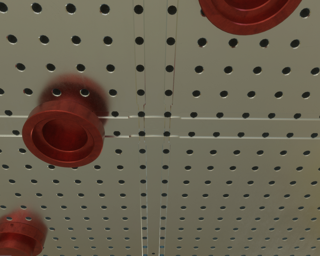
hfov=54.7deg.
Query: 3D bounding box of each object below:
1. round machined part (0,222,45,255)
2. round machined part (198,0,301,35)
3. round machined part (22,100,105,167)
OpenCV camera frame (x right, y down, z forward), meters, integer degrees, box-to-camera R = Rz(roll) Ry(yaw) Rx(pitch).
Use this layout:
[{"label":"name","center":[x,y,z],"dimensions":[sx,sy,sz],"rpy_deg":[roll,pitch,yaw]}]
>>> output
[{"label":"round machined part","center":[-0.274,0.225,0.588],"dimensions":[0.099,0.042,0.097],"rpy_deg":[-1,130,0]},{"label":"round machined part","center":[0.081,-0.140,0.283],"dimensions":[0.099,0.042,0.097],"rpy_deg":[-1,130,0]},{"label":"round machined part","center":[-0.121,0.003,0.402],"dimensions":[0.099,0.042,0.097],"rpy_deg":[-1,130,0]}]
